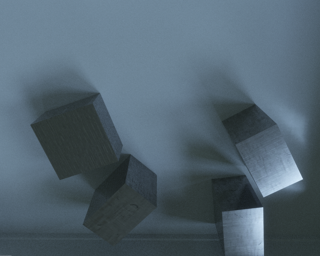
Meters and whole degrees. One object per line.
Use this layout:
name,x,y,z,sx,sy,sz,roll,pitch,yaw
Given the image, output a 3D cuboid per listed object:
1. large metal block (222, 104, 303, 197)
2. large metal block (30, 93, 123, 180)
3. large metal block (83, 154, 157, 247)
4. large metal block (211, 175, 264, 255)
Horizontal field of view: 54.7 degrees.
large metal block,0.126,0.026,0.393,0.050,0.080,0.080,-28,108,10
large metal block,-0.103,0.010,0.400,0.080,0.050,0.080,-18,109,6
large metal block,-0.050,0.094,0.416,0.050,0.080,0.080,41,105,-14
large metal block,0.106,0.123,0.429,0.050,0.080,0.079,-7,110,2
